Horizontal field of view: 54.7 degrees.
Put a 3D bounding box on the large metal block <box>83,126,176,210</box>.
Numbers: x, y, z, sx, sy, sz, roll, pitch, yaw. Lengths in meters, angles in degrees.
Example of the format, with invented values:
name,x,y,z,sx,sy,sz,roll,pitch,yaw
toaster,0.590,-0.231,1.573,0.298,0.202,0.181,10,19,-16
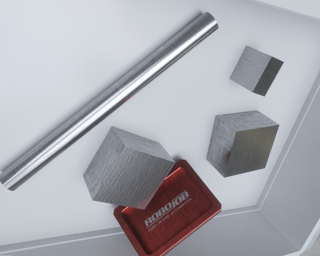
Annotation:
name,x,y,z,sx,sy,sz,roll,pitch,yaw
large metal block,-0.041,0.054,0.405,0.080,0.050,0.080,22,106,-37

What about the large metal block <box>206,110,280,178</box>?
name,x,y,z,sx,sy,sz,roll,pitch,yaw
large metal block,0.125,0.023,0.478,0.081,0.050,0.079,-8,122,-25

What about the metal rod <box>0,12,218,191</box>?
name,x,y,z,sx,sy,sz,roll,pitch,yaw
metal rod,-0.057,-0.032,0.358,0.301,0.025,0.025,-39,130,-2

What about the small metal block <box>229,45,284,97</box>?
name,x,y,z,sx,sy,sz,roll,pitch,yaw
small metal block,0.129,-0.077,0.417,0.025,0.050,0.050,12,112,-34

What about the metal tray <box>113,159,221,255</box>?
name,x,y,z,sx,sy,sz,roll,pitch,yaw
metal tray,0.011,0.119,0.445,0.130,0.090,0.030,-36,157,-4
